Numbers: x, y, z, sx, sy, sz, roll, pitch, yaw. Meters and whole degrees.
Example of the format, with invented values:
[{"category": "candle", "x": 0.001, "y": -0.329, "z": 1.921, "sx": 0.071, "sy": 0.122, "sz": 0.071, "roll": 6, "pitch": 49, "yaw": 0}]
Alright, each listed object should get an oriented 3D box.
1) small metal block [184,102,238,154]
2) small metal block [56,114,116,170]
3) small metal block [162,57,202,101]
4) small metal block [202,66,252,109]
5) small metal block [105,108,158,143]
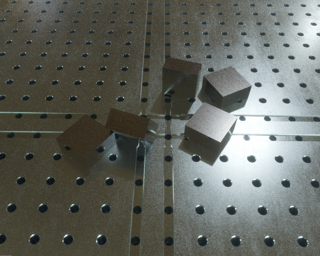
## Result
[{"category": "small metal block", "x": 0.067, "y": -0.001, "z": 0.409, "sx": 0.050, "sy": 0.025, "sz": 0.050, "roll": 27, "pitch": 55, "yaw": 21}, {"category": "small metal block", "x": -0.092, "y": 0.017, "z": 0.392, "sx": 0.050, "sy": 0.025, "sz": 0.050, "roll": 30, "pitch": 56, "yaw": 22}, {"category": "small metal block", "x": 0.031, "y": -0.071, "z": 0.452, "sx": 0.050, "sy": 0.050, "sz": 0.025, "roll": 14, "pitch": 52, "yaw": 11}, {"category": "small metal block", "x": 0.098, "y": -0.061, "z": 0.460, "sx": 0.050, "sy": 0.025, "sz": 0.050, "roll": -22, "pitch": 54, "yaw": -18}, {"category": "small metal block", "x": -0.034, "y": -0.002, "z": 0.389, "sx": 0.050, "sy": 0.050, "sz": 0.025, "roll": 16, "pitch": 86, "yaw": 13}]
